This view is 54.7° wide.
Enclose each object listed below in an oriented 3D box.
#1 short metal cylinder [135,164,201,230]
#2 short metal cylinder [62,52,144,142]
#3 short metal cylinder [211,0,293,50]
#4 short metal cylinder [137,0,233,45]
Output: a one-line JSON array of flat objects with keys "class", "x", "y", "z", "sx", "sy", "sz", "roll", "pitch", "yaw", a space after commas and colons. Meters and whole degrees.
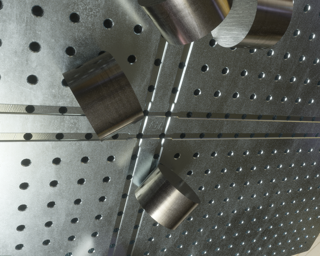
[{"class": "short metal cylinder", "x": 0.011, "y": 0.097, "z": 0.444, "sx": 0.050, "sy": 0.080, "sz": 0.080, "roll": -49, "pitch": 129, "yaw": 6}, {"class": "short metal cylinder", "x": -0.059, "y": -0.032, "z": 0.325, "sx": 0.050, "sy": 0.080, "sz": 0.080, "roll": -30, "pitch": 129, "yaw": -10}, {"class": "short metal cylinder", "x": 0.100, "y": -0.131, "z": 0.351, "sx": 0.050, "sy": 0.080, "sz": 0.079, "roll": -4, "pitch": 120, "yaw": -27}, {"class": "short metal cylinder", "x": 0.025, "y": -0.130, "z": 0.310, "sx": 0.080, "sy": 0.080, "sz": 0.050, "roll": -43, "pitch": 130, "yaw": 1}]
